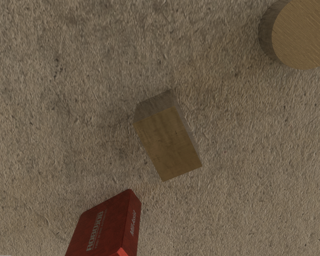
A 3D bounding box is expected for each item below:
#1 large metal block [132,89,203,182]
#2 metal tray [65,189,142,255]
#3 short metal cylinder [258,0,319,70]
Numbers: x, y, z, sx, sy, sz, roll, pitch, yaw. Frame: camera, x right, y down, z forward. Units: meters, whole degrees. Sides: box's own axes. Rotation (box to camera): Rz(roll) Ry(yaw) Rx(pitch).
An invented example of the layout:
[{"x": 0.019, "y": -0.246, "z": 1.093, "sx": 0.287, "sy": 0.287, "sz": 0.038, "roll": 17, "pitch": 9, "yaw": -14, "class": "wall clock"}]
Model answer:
[{"x": 0.009, "y": 0.006, "z": 0.383, "sx": 0.050, "sy": 0.080, "sz": 0.080, "roll": -23, "pitch": 109, "yaw": 8, "class": "large metal block"}, {"x": -0.073, "y": 0.143, "z": 0.406, "sx": 0.090, "sy": 0.130, "sz": 0.030, "roll": -29, "pitch": 108, "yaw": 10, "class": "metal tray"}, {"x": 0.161, "y": -0.111, "z": 0.357, "sx": 0.081, "sy": 0.050, "sz": 0.079, "roll": 0, "pitch": 110, "yaw": 0, "class": "short metal cylinder"}]
